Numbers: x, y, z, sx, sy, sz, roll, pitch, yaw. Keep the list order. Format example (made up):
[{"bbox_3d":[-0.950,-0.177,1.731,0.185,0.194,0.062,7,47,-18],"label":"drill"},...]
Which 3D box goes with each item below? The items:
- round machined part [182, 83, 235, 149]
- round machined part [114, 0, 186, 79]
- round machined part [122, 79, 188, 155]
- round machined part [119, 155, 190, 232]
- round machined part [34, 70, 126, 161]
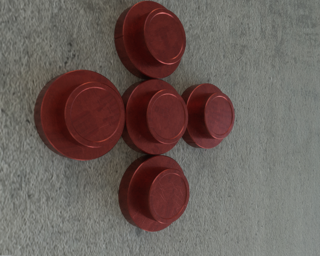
[{"bbox_3d":[0.074,-0.018,0.459,0.099,0.042,0.097,0,90,-40],"label":"round machined part"},{"bbox_3d":[-0.005,-0.112,0.393,0.099,0.042,0.097,0,90,-40],"label":"round machined part"},{"bbox_3d":[-0.002,-0.014,0.395,0.099,0.042,0.097,0,90,-40],"label":"round machined part"},{"bbox_3d":[0.000,0.084,0.397,0.099,0.042,0.097,0,90,-40],"label":"round machined part"},{"bbox_3d":[-0.078,-0.014,0.332,0.099,0.042,0.097,0,90,-40],"label":"round machined part"}]
